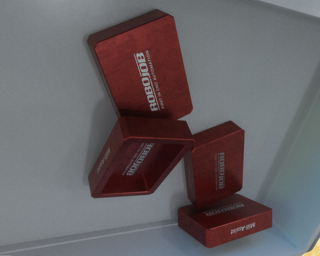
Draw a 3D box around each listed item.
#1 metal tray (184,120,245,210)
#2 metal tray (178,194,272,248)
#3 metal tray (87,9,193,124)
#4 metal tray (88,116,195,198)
[{"bbox_3d":[0.086,0.061,0.490,0.091,0.030,0.129,-20,126,-17],"label":"metal tray"},{"bbox_3d":[0.106,0.148,0.510,0.131,0.090,0.030,-7,99,-27],"label":"metal tray"},{"bbox_3d":[-0.017,-0.058,0.360,0.091,0.030,0.129,-26,128,-12],"label":"metal tray"},{"bbox_3d":[-0.027,0.041,0.385,0.091,0.030,0.129,4,139,-30],"label":"metal tray"}]
